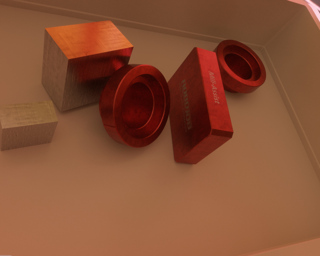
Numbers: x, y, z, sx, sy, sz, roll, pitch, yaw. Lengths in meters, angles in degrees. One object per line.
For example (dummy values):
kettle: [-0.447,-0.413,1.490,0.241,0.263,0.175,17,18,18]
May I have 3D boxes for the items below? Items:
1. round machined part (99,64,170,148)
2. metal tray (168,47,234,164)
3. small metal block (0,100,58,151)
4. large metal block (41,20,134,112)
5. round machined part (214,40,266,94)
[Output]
round machined part: [-0.034,-0.028,0.373,0.099,0.042,0.097,-17,112,-49]
metal tray: [0.046,-0.028,0.407,0.030,0.090,0.130,9,58,-24]
small metal block: [-0.137,-0.002,0.318,0.050,0.050,0.025,-10,67,-33]
large metal block: [-0.087,-0.074,0.364,0.081,0.079,0.050,-23,64,-36]
round machined part: [0.127,-0.099,0.526,0.099,0.042,0.098,14,56,-21]
